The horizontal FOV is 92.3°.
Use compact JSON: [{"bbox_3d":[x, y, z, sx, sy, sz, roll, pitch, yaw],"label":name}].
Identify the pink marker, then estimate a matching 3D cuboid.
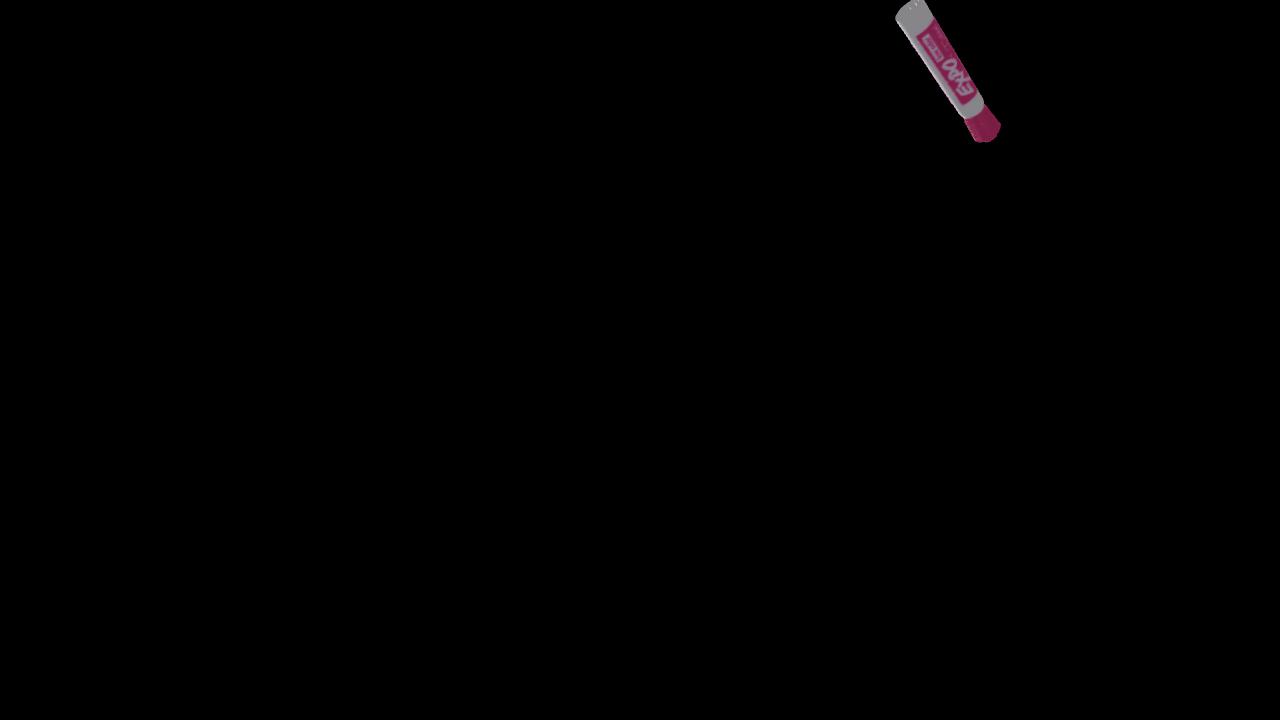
[{"bbox_3d":[0.215,-0.195,0.424,0.121,0.020,0.020,36,-19,-29],"label":"pink marker"}]
